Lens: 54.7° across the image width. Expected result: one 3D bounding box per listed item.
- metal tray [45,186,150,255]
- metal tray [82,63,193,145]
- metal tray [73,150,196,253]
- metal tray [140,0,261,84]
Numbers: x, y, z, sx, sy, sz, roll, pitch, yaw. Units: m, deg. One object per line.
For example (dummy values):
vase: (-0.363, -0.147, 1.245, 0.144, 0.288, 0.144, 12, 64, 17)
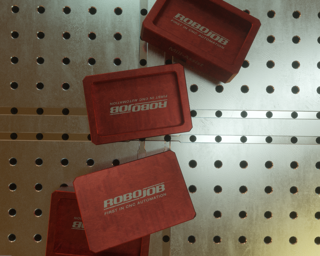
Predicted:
metal tray: (-0.077, 0.130, 0.409, 0.131, 0.030, 0.089, 6, 90, -1)
metal tray: (-0.029, -0.031, 0.410, 0.131, 0.030, 0.089, -8, 90, -1)
metal tray: (-0.032, 0.089, 0.386, 0.131, 0.030, 0.090, -15, 76, -13)
metal tray: (0.053, -0.127, 0.398, 0.130, 0.030, 0.090, 28, 72, -1)
